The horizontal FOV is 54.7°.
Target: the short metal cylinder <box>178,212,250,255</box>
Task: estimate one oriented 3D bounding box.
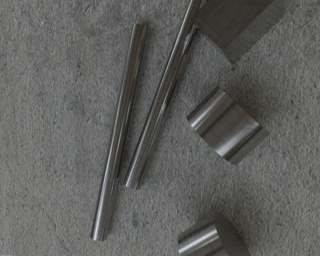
[{"bbox_3d":[0.065,0.145,0.357,0.050,0.080,0.080,-36,79,16],"label":"short metal cylinder"}]

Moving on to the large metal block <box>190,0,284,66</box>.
[{"bbox_3d":[0.089,-0.124,0.348,0.080,0.080,0.050,-44,76,15],"label":"large metal block"}]

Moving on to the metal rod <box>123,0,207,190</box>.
[{"bbox_3d":[0.013,-0.060,0.404,0.025,0.025,0.298,23,97,18],"label":"metal rod"}]

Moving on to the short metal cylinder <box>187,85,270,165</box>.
[{"bbox_3d":[0.077,-0.004,0.352,0.080,0.080,0.050,46,104,14],"label":"short metal cylinder"}]

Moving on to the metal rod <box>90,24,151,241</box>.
[{"bbox_3d":[-0.056,0.009,0.428,0.025,0.025,0.298,14,94,19],"label":"metal rod"}]
